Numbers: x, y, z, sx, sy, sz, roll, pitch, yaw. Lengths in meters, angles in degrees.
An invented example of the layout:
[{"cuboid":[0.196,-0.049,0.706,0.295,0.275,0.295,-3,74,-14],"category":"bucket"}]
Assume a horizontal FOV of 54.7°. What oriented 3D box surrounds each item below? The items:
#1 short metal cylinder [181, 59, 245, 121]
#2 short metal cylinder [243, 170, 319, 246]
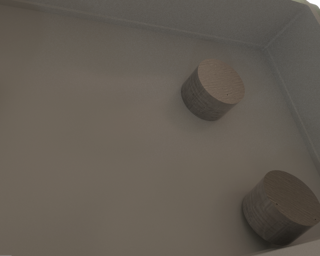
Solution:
[{"cuboid":[0.079,-0.057,0.467,0.081,0.050,0.080,14,56,-21],"category":"short metal cylinder"},{"cuboid":[0.155,0.101,0.398,0.081,0.050,0.080,16,40,-13],"category":"short metal cylinder"}]
